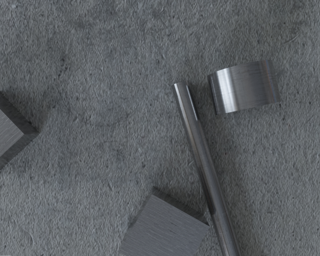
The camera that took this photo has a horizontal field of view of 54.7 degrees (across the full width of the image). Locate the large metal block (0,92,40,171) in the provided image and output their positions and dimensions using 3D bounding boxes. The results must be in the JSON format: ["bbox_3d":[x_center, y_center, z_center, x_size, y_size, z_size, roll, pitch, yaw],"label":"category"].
[{"bbox_3d":[-0.219,0.006,0.395,0.080,0.050,0.080,-43,91,0],"label":"large metal block"}]

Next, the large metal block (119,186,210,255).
[{"bbox_3d":[0.005,0.134,0.398,0.080,0.050,0.080,30,90,-1],"label":"large metal block"}]

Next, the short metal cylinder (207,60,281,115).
[{"bbox_3d":[0.103,-0.048,0.384,0.080,0.080,0.050,-12,90,0],"label":"short metal cylinder"}]

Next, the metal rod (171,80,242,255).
[{"bbox_3d":[0.070,0.083,0.410,0.025,0.025,0.298,-17,90,0],"label":"metal rod"}]
